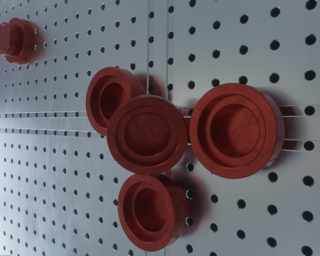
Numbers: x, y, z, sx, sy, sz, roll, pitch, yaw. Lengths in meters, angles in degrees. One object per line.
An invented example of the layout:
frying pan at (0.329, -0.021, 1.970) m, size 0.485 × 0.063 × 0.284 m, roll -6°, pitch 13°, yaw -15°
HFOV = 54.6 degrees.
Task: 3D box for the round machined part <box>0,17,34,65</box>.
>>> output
round machined part at (-0.313, -0.186, 0.660) m, size 0.098 × 0.042 × 0.097 m, roll 0°, pitch 90°, yaw 40°

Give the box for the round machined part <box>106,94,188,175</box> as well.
round machined part at (-0.015, 0.006, 0.390) m, size 0.099 × 0.042 × 0.097 m, roll 0°, pitch 103°, yaw -1°

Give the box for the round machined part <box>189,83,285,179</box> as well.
round machined part at (0.083, 0.003, 0.330) m, size 0.098 × 0.042 × 0.097 m, roll 0°, pitch 90°, yaw 40°

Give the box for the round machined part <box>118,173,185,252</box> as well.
round machined part at (-0.007, 0.105, 0.405) m, size 0.098 × 0.042 × 0.097 m, roll 0°, pitch 90°, yaw 40°

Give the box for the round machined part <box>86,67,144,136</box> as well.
round machined part at (-0.061, -0.037, 0.450) m, size 0.098 × 0.042 × 0.097 m, roll 0°, pitch 90°, yaw 40°
